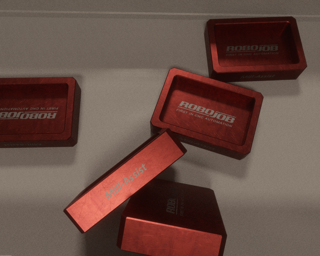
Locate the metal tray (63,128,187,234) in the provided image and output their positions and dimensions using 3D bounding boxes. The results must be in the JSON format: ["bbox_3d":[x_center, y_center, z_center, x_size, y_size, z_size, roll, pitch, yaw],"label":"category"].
[{"bbox_3d":[-0.035,0.051,0.342,0.130,0.090,0.030,-38,92,-2],"label":"metal tray"}]

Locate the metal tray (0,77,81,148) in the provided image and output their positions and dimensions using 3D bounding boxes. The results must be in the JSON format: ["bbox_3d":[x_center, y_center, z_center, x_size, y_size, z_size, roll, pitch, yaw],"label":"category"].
[{"bbox_3d":[-0.177,-0.021,0.412,0.131,0.030,0.090,-1,70,-1],"label":"metal tray"}]

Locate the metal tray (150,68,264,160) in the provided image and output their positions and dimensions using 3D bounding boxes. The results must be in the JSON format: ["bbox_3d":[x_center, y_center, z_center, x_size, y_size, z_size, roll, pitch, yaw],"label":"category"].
[{"bbox_3d":[0.062,-0.020,0.414,0.131,0.030,0.090,17,71,6],"label":"metal tray"}]

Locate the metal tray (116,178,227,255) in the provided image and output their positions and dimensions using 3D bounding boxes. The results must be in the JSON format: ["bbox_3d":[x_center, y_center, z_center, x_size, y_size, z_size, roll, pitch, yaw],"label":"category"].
[{"bbox_3d":[0.014,0.089,0.322,0.091,0.130,0.030,10,97,3],"label":"metal tray"}]

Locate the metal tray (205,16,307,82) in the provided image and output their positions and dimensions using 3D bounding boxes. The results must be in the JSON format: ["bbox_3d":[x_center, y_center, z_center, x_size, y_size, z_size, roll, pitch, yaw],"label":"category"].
[{"bbox_3d":[0.135,-0.114,0.450,0.131,0.030,0.090,-3,70,-2],"label":"metal tray"}]
